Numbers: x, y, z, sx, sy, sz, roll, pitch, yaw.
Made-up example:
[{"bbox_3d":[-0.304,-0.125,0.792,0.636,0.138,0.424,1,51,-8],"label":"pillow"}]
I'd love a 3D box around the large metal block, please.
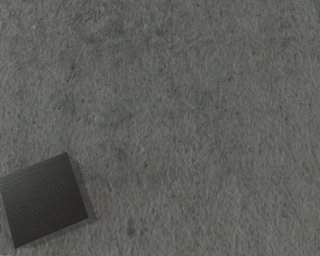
[{"bbox_3d":[-0.129,0.085,0.363,0.080,0.050,0.080,-22,72,-8],"label":"large metal block"}]
